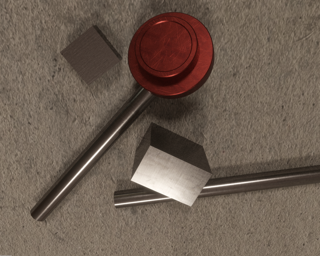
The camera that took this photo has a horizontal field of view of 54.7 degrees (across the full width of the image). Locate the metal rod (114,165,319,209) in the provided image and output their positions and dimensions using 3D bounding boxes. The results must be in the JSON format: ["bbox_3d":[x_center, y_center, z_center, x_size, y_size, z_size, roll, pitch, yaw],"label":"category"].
[{"bbox_3d":[0.086,0.083,0.441,0.302,0.025,0.025,-8,110,2],"label":"metal rod"}]

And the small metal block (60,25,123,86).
[{"bbox_3d":[-0.082,-0.088,0.376,0.050,0.025,0.050,-35,107,11],"label":"small metal block"}]

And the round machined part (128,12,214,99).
[{"bbox_3d":[0.010,-0.084,0.347,0.098,0.042,0.097,-1,83,12],"label":"round machined part"}]

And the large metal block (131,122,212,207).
[{"bbox_3d":[0.013,0.043,0.397,0.080,0.080,0.050,26,108,-10],"label":"large metal block"}]

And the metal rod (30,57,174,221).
[{"bbox_3d":[-0.079,0.022,0.416,0.025,0.025,0.299,40,105,-14],"label":"metal rod"}]
